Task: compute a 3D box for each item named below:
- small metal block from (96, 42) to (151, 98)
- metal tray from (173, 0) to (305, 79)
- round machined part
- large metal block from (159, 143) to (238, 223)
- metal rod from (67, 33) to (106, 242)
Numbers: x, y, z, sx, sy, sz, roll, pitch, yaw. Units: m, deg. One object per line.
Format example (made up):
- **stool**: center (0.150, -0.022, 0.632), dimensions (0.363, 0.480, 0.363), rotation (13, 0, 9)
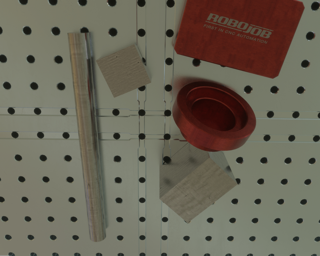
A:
- **small metal block**: center (-0.044, -0.072, 0.386), dimensions (0.050, 0.025, 0.050), rotation (-22, 109, 7)
- **metal tray**: center (0.090, -0.119, 0.368), dimensions (0.131, 0.030, 0.089), rotation (13, 110, -6)
- **round machined part**: center (0.062, -0.010, 0.377), dimensions (0.099, 0.098, 0.042), rotation (15, 134, -6)
- **large metal block**: center (0.046, 0.062, 0.407), dimensions (0.080, 0.080, 0.050), rotation (-42, 105, 14)
- **metal rod**: center (-0.096, 0.026, 0.421), dimensions (0.025, 0.025, 0.298), rotation (-1, 110, 0)
